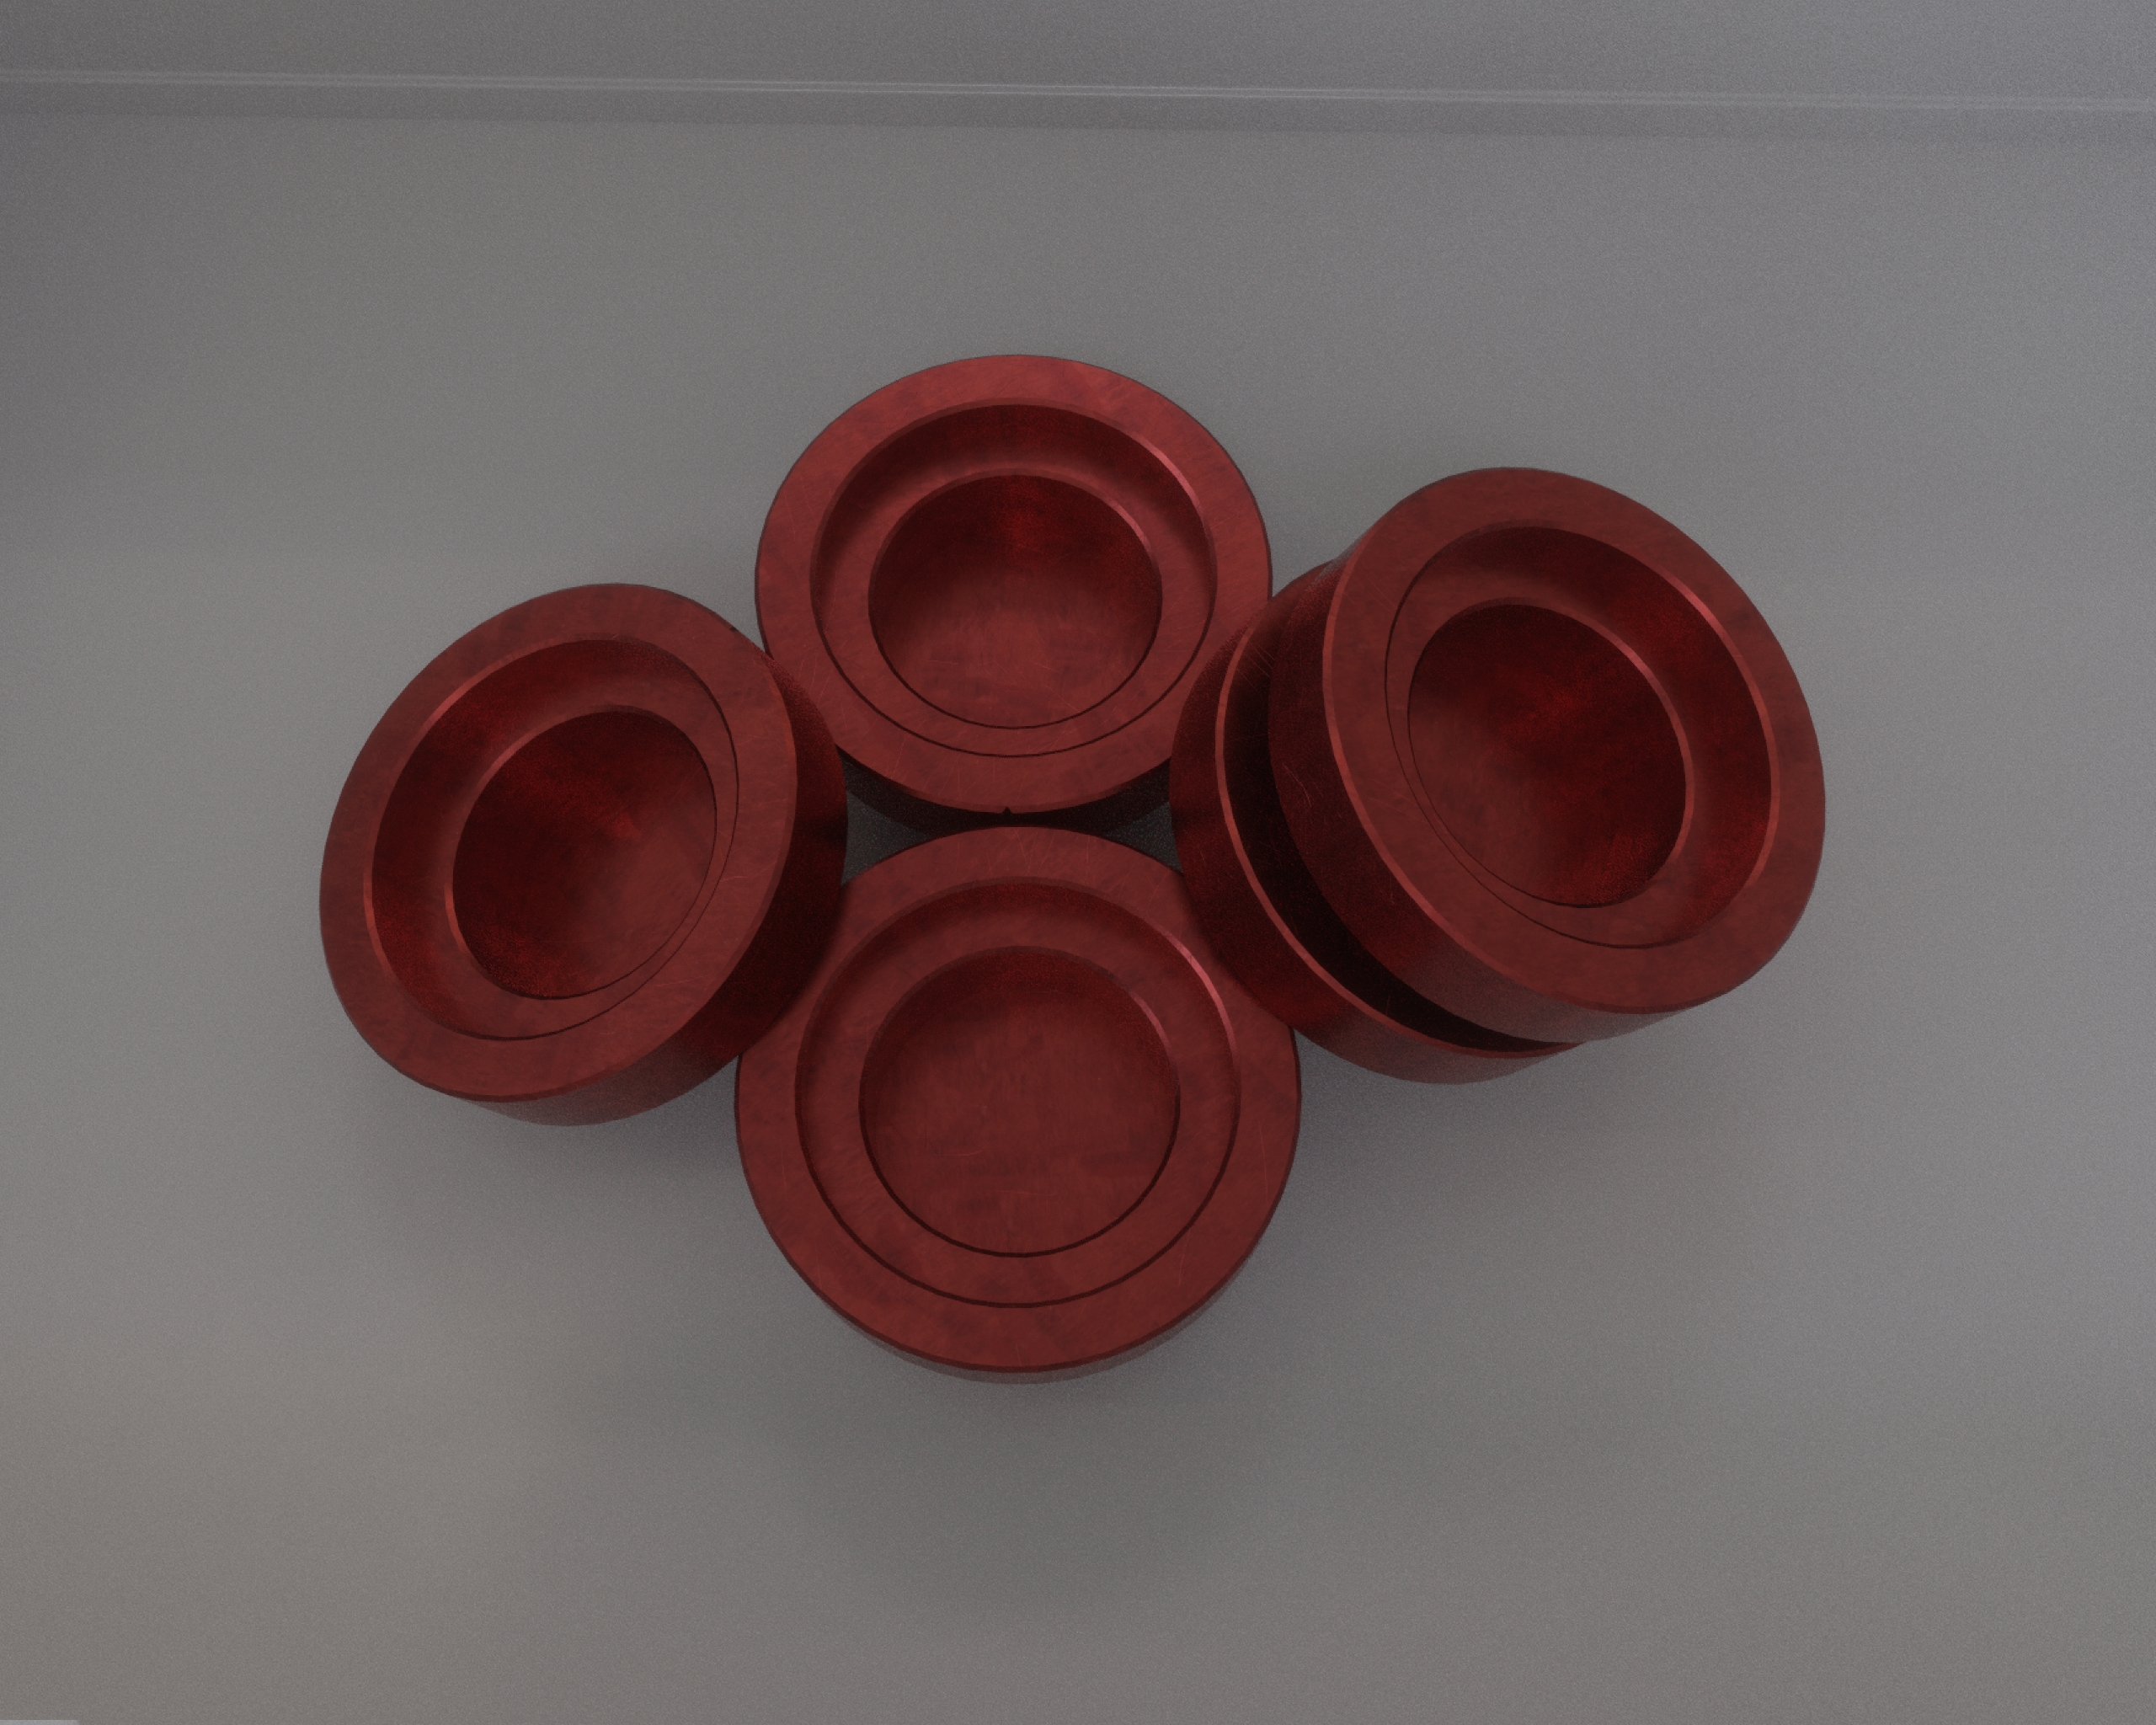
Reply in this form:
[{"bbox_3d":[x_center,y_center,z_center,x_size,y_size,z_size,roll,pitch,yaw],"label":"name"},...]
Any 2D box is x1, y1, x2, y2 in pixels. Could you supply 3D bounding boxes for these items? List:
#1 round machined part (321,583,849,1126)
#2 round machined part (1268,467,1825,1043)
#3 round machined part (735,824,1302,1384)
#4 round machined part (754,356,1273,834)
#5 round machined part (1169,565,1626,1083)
[{"bbox_3d":[-0.086,0.001,0.387,0.098,0.042,0.098,-7,68,19],"label":"round machined part"},{"bbox_3d":[0.077,-0.016,0.364,0.099,0.042,0.098,8,68,-21],"label":"round machined part"},{"bbox_3d":[-0.010,0.045,0.381,0.099,0.042,0.098,0,70,0],"label":"round machined part"},{"bbox_3d":[-0.012,-0.048,0.416,0.099,0.042,0.098,0,70,0],"label":"round machined part"},{"bbox_3d":[0.061,-0.006,0.390,0.099,0.042,0.098,8,68,-21],"label":"round machined part"}]
